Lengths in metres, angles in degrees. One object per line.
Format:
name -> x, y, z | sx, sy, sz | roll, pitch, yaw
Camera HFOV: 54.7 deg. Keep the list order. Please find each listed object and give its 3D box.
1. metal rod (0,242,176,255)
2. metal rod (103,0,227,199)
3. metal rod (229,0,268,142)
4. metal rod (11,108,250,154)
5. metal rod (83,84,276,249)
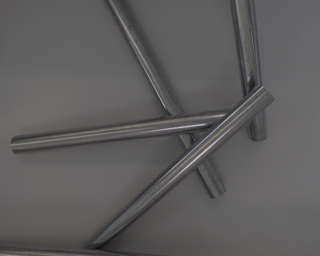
metal rod -> -0.082, 0.164, 0.384 | 0.301, 0.025, 0.025 | 1, 90, 9
metal rod -> 0.006, -0.044, 0.411 | 0.025, 0.025, 0.299 | -28, 90, 0
metal rod -> 0.092, -0.110, 0.337 | 0.025, 0.025, 0.298 | -18, 122, 0
metal rod -> -0.042, 0.004, 0.393 | 0.301, 0.025, 0.025 | -7, 90, 7
metal rod -> 0.013, 0.060, 0.376 | 0.299, 0.025, 0.025 | -44, 90, 14
